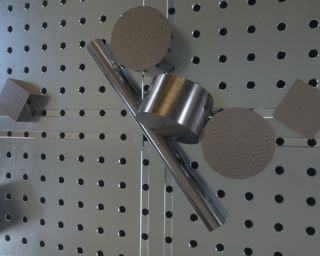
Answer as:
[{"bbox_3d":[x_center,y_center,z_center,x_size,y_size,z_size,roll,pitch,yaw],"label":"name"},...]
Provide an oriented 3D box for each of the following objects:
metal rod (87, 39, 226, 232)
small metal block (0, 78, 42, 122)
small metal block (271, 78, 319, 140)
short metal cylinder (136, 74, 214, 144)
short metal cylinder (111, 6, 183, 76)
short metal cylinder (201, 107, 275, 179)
[{"bbox_3d":[-0.011,0.001,0.416,0.025,0.025,0.299,-38,78,16],"label":"metal rod"},{"bbox_3d":[-0.225,-0.044,0.492,0.050,0.025,0.050,34,101,16],"label":"small metal block"},{"bbox_3d":[0.164,-0.021,0.354,0.050,0.025,0.050,35,101,16],"label":"small metal block"},{"bbox_3d":[0.018,-0.021,0.370,0.080,0.080,0.050,18,73,19],"label":"short metal cylinder"},{"bbox_3d":[-0.016,-0.111,0.405,0.080,0.050,0.080,0,90,20],"label":"short metal cylinder"},{"bbox_3d":[0.094,0.017,0.366,0.080,0.050,0.080,0,90,20],"label":"short metal cylinder"}]
